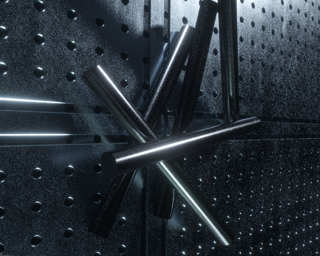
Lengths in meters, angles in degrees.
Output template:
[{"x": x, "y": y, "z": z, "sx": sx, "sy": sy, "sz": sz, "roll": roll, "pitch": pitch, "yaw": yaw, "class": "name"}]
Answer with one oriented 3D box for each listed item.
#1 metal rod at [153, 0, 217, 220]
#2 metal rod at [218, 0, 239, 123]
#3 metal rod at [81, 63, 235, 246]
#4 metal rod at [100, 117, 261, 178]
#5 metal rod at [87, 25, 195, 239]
[{"x": 0.036, "y": -0.027, "z": 0.422, "sx": 0.025, "sy": 0.025, "sz": 0.298, "roll": 15, "pitch": 86, "yaw": -39, "class": "metal rod"}, {"x": 0.098, "y": -0.121, "z": 0.442, "sx": 0.025, "sy": 0.025, "sz": 0.298, "roll": -33, "pitch": 126, "yaw": -35, "class": "metal rod"}, {"x": 0.011, "y": 0.048, "z": 0.383, "sx": 0.300, "sy": 0.025, "sz": 0.025, "roll": 52, "pitch": 59, "yaw": -23, "class": "metal rod"}, {"x": 0.053, "y": 0.014, "z": 0.398, "sx": 0.302, "sy": 0.025, "sz": 0.025, "roll": -11, "pitch": 98, "yaw": -47, "class": "metal rod"}, {"x": -0.014, "y": -0.009, "z": 0.398, "sx": 0.025, "sy": 0.025, "sz": 0.300, "roll": 37, "pitch": 67, "yaw": -34, "class": "metal rod"}]
